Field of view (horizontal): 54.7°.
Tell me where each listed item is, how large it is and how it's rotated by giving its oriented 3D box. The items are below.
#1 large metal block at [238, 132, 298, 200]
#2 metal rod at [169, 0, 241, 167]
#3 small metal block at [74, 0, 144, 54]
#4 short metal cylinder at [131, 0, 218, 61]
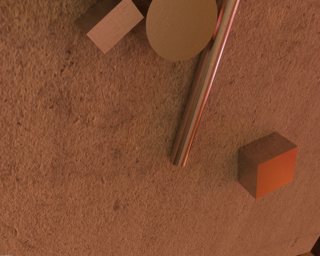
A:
[{"bbox_3d":[0.183,0.064,0.533,0.081,0.050,0.079,-21,127,-16],"label":"large metal block"},{"bbox_3d":[0.062,-0.082,0.391,0.025,0.025,0.298,1,118,-29],"label":"metal rod"},{"bbox_3d":[-0.051,-0.105,0.299,0.050,0.050,0.025,-43,130,1],"label":"small metal block"},{"bbox_3d":[0.013,-0.117,0.326,0.081,0.050,0.079,-14,125,-21],"label":"short metal cylinder"}]
